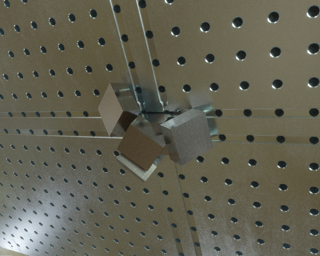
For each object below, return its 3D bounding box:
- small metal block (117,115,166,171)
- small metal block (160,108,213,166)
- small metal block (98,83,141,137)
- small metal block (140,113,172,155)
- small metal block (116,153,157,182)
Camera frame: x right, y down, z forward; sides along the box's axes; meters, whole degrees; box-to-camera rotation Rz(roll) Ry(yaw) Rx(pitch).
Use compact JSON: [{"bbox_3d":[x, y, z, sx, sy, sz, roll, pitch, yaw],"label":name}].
[{"bbox_3d":[-0.021,0.020,0.403,0.050,0.025,0.050,35,129,4],"label":"small metal block"},{"bbox_3d":[0.034,0.010,0.381,0.025,0.050,0.050,24,136,56],"label":"small metal block"},{"bbox_3d":[-0.055,-0.024,0.410,0.050,0.025,0.050,-55,50,39],"label":"small metal block"},{"bbox_3d":[-0.007,0.008,0.420,0.050,0.025,0.050,1,122,27],"label":"small metal block"},{"bbox_3d":[-0.034,0.052,0.446,0.050,0.025,0.050,38,166,2],"label":"small metal block"}]
